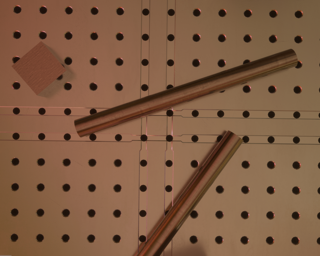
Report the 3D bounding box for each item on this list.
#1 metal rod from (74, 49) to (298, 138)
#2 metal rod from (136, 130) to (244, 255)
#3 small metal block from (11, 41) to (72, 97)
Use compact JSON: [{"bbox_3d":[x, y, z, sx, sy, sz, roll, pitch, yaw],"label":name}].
[{"bbox_3d":[0.034,-0.046,0.413,0.302,0.025,0.025,-18,90,0],"label":"metal rod"},{"bbox_3d":[0.013,0.131,0.413,0.025,0.025,0.299,36,90,0],"label":"metal rod"},{"bbox_3d":[-0.156,-0.077,0.412,0.050,0.025,0.050,-41,90,0],"label":"small metal block"}]
